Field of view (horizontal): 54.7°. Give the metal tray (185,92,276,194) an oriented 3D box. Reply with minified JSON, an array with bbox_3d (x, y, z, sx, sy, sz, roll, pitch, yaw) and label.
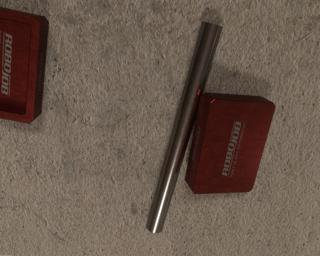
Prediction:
[{"bbox_3d":[0.089,0.022,0.405,0.091,0.030,0.129,2,111,-18],"label":"metal tray"}]

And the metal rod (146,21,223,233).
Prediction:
[{"bbox_3d":[0.027,0.013,0.415,0.025,0.025,0.298,13,110,-5],"label":"metal rod"}]

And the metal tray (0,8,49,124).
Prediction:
[{"bbox_3d":[-0.190,-0.077,0.375,0.091,0.030,0.129,11,110,-5],"label":"metal tray"}]
